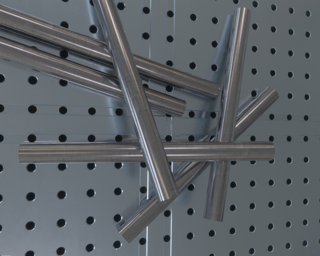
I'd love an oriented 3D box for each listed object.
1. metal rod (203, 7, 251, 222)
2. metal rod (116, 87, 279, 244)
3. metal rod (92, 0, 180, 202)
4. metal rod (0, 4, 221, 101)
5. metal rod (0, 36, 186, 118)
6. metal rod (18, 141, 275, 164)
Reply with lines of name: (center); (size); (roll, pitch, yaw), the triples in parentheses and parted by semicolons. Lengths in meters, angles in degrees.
metal rod: (0.095, -0.027, 0.427); (0.025, 0.025, 0.299); (15, 78, -19)
metal rod: (0.062, 0.042, 0.435); (0.301, 0.025, 0.025); (-41, 103, -15)
metal rod: (-0.038, -0.063, 0.362); (0.025, 0.025, 0.299); (-16, 82, -19)
metal rod: (-0.058, -0.090, 0.390); (0.302, 0.025, 0.025); (16, 85, -19)
metal rod: (-0.106, -0.068, 0.373); (0.302, 0.025, 0.025); (17, 84, -19)
metal rod: (-0.009, 0.029, 0.375); (0.302, 0.025, 0.025); (0, 90, -8)
